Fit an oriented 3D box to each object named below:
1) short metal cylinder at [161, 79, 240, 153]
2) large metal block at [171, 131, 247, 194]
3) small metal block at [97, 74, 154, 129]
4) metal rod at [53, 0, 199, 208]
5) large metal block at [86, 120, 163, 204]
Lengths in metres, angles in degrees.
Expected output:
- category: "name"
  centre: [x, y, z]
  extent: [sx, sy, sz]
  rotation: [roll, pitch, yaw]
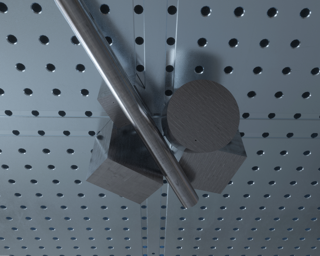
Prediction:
- category: "short metal cylinder"
  centre: [0.044, -0.011, 0.358]
  extent: [0.081, 0.080, 0.050]
  rotation: [7, 173, -6]
- category: "large metal block"
  centre: [0.061, 0.041, 0.430]
  extent: [0.081, 0.050, 0.079]
  rotation: [13, 129, -12]
- category: "small metal block"
  centre: [-0.041, -0.032, 0.384]
  extent: [0.050, 0.025, 0.050]
  rotation: [-19, 128, 15]
- category: "metal rod"
  centre: [-0.028, -0.019, 0.355]
  extent: [0.025, 0.025, 0.299]
  rotation: [-22, 116, 17]
- category: "large metal block"
  centre: [-0.043, 0.041, 0.410]
  extent: [0.080, 0.080, 0.050]
  rotation: [30, 124, -23]
